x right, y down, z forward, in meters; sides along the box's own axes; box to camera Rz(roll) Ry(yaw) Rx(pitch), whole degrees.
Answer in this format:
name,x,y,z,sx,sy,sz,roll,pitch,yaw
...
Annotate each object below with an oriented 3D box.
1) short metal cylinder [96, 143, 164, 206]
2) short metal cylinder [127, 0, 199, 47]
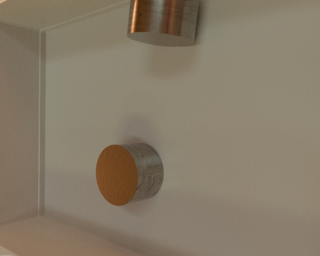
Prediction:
name,x,y,z,sx,sy,sz,roll,pitch,yaw
short metal cylinder,-0.042,0.061,0.423,0.080,0.050,0.079,0,90,39
short metal cylinder,0.003,-0.129,0.367,0.080,0.081,0.050,11,97,39
